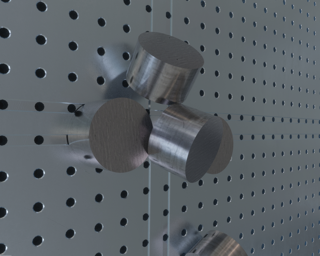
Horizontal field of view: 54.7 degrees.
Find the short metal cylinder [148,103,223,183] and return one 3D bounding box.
[{"bbox_3d":[0.031,0.016,0.359,0.081,0.050,0.079,-36,138,-41],"label":"short metal cylinder"}]

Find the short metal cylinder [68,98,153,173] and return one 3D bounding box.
[{"bbox_3d":[-0.054,0.007,0.347,0.081,0.050,0.079,0,90,-40],"label":"short metal cylinder"}]

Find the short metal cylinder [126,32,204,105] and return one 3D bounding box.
[{"bbox_3d":[0.005,-0.072,0.369,0.081,0.080,0.050,-12,139,-39],"label":"short metal cylinder"}]

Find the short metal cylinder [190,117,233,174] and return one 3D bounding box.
[{"bbox_3d":[0.060,0.023,0.442,0.081,0.050,0.079,0,90,-40],"label":"short metal cylinder"}]

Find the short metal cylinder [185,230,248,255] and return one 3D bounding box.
[{"bbox_3d":[0.082,0.195,0.442,0.050,0.080,0.080,-32,110,-35],"label":"short metal cylinder"}]
